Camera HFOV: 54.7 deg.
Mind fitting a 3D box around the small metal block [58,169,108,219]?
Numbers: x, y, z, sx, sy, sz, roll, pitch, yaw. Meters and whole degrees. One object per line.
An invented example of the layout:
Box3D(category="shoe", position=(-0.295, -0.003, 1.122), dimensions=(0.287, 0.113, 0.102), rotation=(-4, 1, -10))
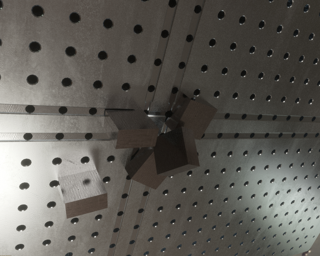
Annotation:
Box3D(category="small metal block", position=(-0.098, 0.082, 0.393), dimensions=(0.050, 0.050, 0.025), rotation=(-10, 123, -24))

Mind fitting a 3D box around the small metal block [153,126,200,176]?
Box3D(category="small metal block", position=(0.020, 0.032, 0.403), dimensions=(0.050, 0.050, 0.025), rotation=(-24, 153, 34))

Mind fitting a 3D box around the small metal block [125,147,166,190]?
Box3D(category="small metal block", position=(-0.012, 0.054, 0.440), dimensions=(0.050, 0.025, 0.050), rotation=(33, 100, -39))

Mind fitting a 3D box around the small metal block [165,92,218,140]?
Box3D(category="small metal block", position=(0.043, -0.016, 0.427), dimensions=(0.050, 0.025, 0.050), rotation=(16, 110, -35))

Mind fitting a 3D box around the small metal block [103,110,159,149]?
Box3D(category="small metal block", position=(-0.036, 0.000, 0.377), dimensions=(0.050, 0.050, 0.025), rotation=(-2, 119, -28))
